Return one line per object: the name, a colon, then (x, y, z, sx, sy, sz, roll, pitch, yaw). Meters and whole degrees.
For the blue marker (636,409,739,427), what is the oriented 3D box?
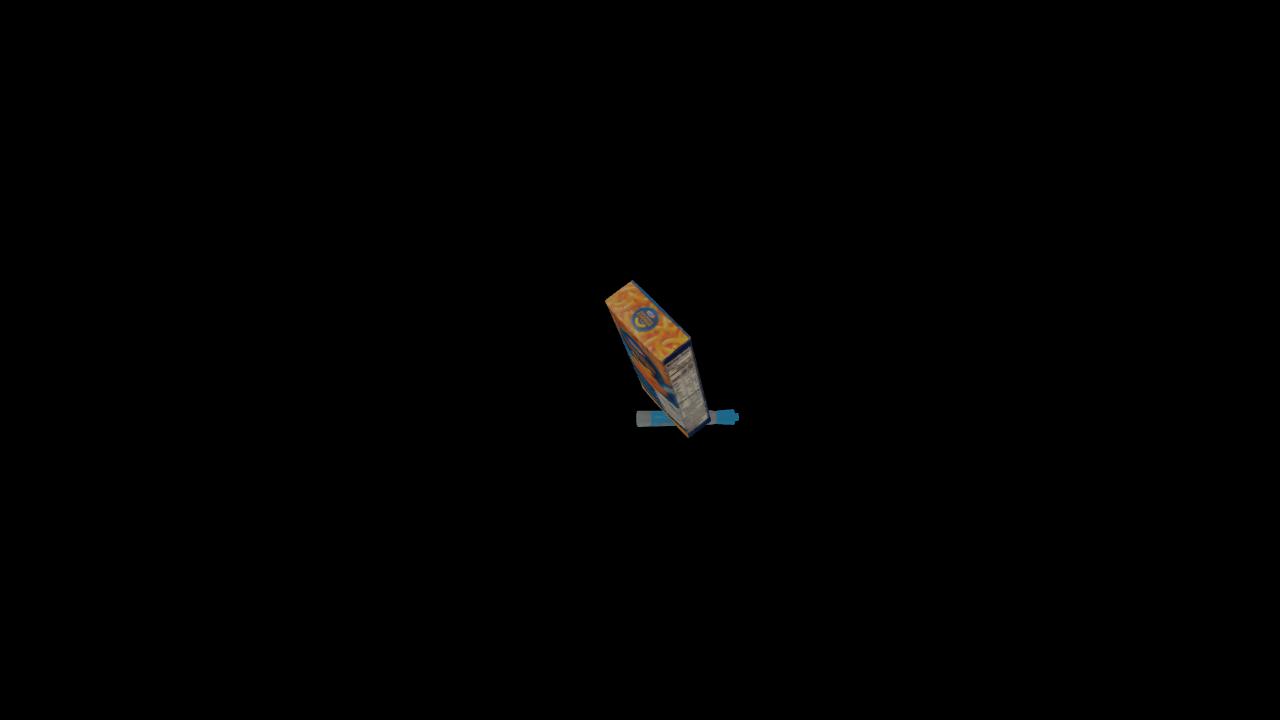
blue marker: (0.056, 0.068, 0.718, 0.121, 0.020, 0.020, 0, 0, -8)

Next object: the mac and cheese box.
mac and cheese box: (0.024, 0.006, 0.637, 0.041, 0.093, 0.184, -37, -31, -8)
